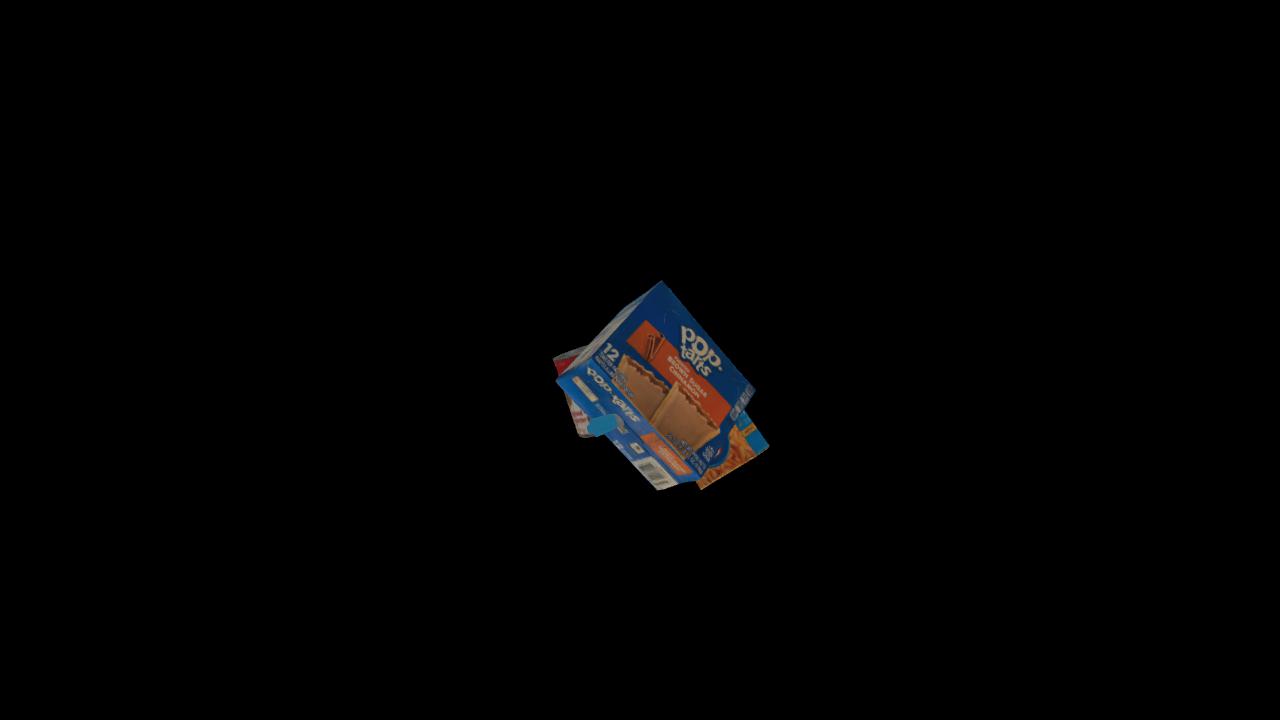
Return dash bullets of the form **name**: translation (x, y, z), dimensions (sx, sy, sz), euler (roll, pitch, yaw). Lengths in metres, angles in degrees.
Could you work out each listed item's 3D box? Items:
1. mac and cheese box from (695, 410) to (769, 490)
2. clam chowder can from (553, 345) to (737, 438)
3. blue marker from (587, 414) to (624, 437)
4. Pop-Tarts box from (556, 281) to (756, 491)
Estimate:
- **mac and cheese box**: translation (0.056, 0.047, 0.703), dimensions (0.093, 0.184, 0.041), euler (-42, -13, 35)
- **clam chowder can**: translation (-0.059, 0.036, 0.751), dimensions (0.068, 0.102, 0.068), euler (-17, 8, 3)
- **blue marker**: translation (0.001, 0.052, 0.630), dimensions (0.121, 0.020, 0.020), euler (-18, 8, -27)
- **Pop-Tarts box**: translation (0.021, 0.028, 0.662), dimensions (0.083, 0.167, 0.141), euler (-27, 18, 50)
